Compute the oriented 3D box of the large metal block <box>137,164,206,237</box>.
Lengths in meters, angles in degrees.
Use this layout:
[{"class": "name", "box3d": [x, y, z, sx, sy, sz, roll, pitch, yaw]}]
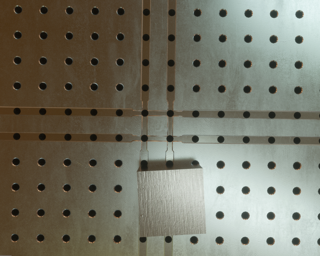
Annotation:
[{"class": "large metal block", "box3d": [0.014, 0.091, 0.401, 0.080, 0.050, 0.080, -3, 90, 0]}]
